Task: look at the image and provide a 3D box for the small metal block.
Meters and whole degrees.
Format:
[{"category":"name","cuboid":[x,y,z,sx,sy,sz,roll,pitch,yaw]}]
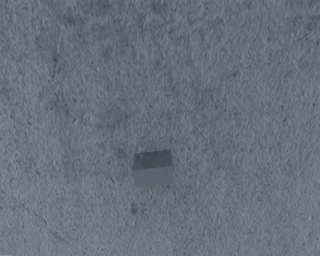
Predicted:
[{"category":"small metal block","cuboid":[-0.008,0.053,0.416,0.050,0.050,0.025,-7,110,2]}]
